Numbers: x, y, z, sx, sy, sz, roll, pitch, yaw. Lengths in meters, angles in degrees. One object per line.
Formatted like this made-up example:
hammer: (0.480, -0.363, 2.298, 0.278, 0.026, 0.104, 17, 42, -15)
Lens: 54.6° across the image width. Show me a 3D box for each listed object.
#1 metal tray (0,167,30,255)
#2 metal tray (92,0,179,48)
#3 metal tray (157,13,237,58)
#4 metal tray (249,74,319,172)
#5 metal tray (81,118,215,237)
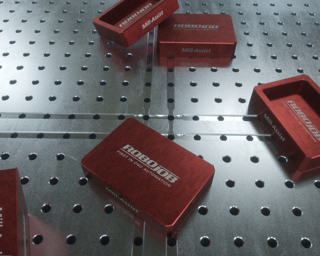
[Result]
metal tray: (-0.133, 0.111, 0.268, 0.030, 0.089, 0.130, -6, 49, -20)
metal tray: (-0.042, -0.201, 0.546, 0.130, 0.030, 0.090, -43, 50, -17)
metal tray: (0.061, -0.163, 0.542, 0.131, 0.030, 0.090, 1, 50, 1)
metal tray: (0.192, -0.013, 0.415, 0.091, 0.030, 0.130, -15, 52, -12)
metal tray: (-0.014, 0.051, 0.362, 0.130, 0.030, 0.090, 30, 56, 23)
